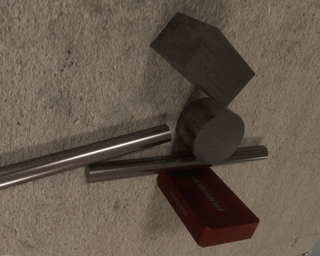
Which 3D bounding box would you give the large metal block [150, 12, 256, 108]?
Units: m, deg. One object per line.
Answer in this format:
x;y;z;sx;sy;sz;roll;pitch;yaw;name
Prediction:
0.047;-0.077;0.351;0.080;0.080;0.050;34;99;-39;large metal block

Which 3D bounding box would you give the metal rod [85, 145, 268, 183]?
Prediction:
0.042;0.050;0.462;0.303;0.025;0.025;-3;120;-27;metal rod

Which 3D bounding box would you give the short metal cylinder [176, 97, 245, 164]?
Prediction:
0.070;0.004;0.433;0.081;0.050;0.079;-14;124;-21;short metal cylinder

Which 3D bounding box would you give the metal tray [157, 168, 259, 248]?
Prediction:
0.064;0.103;0.440;0.091;0.130;0.030;3;117;-30;metal tray

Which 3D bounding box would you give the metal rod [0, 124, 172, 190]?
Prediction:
-0.127;0.043;0.364;0.302;0.025;0.025;-15;125;-21;metal rod
